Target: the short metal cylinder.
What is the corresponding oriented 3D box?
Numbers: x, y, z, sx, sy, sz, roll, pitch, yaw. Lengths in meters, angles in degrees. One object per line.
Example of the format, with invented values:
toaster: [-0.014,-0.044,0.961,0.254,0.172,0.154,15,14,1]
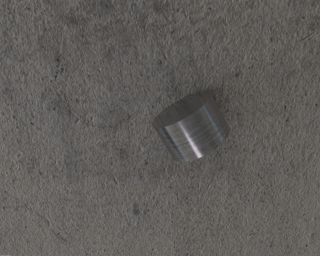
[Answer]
short metal cylinder: [0.038,-0.003,0.380,0.080,0.080,0.050,-28,108,10]
